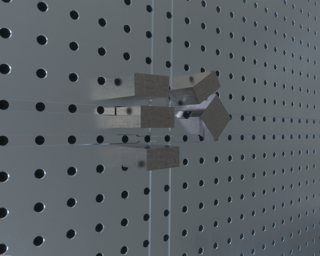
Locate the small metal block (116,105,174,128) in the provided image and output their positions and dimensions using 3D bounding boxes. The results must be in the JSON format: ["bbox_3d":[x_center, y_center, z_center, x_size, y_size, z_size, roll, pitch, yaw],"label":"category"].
[{"bbox_3d":[-0.018,-0.013,0.377,0.050,0.050,0.025,0,91,-40],"label":"small metal block"}]

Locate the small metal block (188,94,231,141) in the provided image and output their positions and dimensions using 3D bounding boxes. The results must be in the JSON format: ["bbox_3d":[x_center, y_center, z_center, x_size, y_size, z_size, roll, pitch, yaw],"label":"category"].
[{"bbox_3d":[0.076,-0.016,0.472,0.050,0.025,0.050,-52,120,-27],"label":"small metal block"}]

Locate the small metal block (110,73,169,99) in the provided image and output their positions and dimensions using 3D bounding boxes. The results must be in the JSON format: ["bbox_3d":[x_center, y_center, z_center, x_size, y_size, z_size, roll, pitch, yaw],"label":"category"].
[{"bbox_3d":[-0.024,-0.048,0.371,0.050,0.050,0.025,-2,92,-40],"label":"small metal block"}]

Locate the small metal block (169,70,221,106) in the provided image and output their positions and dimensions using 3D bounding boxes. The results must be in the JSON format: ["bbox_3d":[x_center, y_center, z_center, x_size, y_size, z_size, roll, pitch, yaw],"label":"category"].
[{"bbox_3d":[0.047,-0.055,0.431,0.050,0.050,0.025,-39,114,-33],"label":"small metal block"}]

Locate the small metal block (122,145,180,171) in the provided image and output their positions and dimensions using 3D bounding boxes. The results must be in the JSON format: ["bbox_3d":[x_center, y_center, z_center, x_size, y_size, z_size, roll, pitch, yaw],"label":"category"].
[{"bbox_3d":[-0.011,0.035,0.382,0.050,0.050,0.025,-1,91,-40],"label":"small metal block"}]
